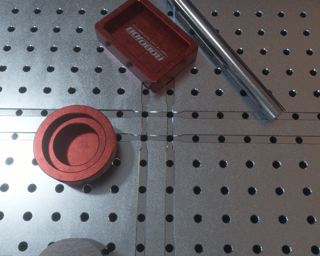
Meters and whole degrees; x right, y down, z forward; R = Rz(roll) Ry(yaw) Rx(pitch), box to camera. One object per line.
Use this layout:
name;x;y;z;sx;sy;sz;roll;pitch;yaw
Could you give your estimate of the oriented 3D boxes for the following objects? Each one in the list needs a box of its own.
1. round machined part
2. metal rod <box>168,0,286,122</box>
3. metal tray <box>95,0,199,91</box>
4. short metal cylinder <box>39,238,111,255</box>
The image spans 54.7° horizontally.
round machined part;-0.104;0.023;0.393;0.099;0.042;0.098;0;70;0
metal rod;0.076;-0.133;0.460;0.025;0.025;0.299;-32;73;-11
metal tray;-0.020;-0.127;0.455;0.090;0.030;0.130;-42;75;-14
short metal cylinder;-0.093;0.163;0.338;0.081;0.050;0.080;0;70;0
